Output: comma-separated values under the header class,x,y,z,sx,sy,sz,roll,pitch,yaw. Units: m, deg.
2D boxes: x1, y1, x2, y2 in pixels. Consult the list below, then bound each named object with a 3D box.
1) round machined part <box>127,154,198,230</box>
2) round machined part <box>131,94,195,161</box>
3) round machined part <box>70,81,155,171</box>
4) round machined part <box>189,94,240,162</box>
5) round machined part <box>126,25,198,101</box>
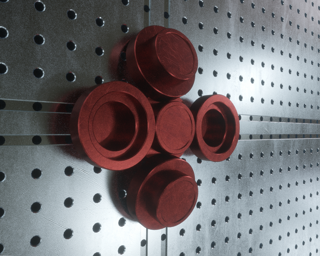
class,x,y,z,sx,sy,sz,roll,pitch,yaw
round machined part,0.010,0.086,0.394,0.099,0.042,0.097,-15,114,-36
round machined part,0.008,-0.001,0.405,0.099,0.042,0.097,0,90,-40
round machined part,-0.056,-0.002,0.352,0.099,0.042,0.097,0,90,-40
round machined part,0.072,0.000,0.460,0.099,0.042,0.097,0,90,-40
round machined part,0.010,-0.086,0.393,0.099,0.042,0.098,13,68,-35
